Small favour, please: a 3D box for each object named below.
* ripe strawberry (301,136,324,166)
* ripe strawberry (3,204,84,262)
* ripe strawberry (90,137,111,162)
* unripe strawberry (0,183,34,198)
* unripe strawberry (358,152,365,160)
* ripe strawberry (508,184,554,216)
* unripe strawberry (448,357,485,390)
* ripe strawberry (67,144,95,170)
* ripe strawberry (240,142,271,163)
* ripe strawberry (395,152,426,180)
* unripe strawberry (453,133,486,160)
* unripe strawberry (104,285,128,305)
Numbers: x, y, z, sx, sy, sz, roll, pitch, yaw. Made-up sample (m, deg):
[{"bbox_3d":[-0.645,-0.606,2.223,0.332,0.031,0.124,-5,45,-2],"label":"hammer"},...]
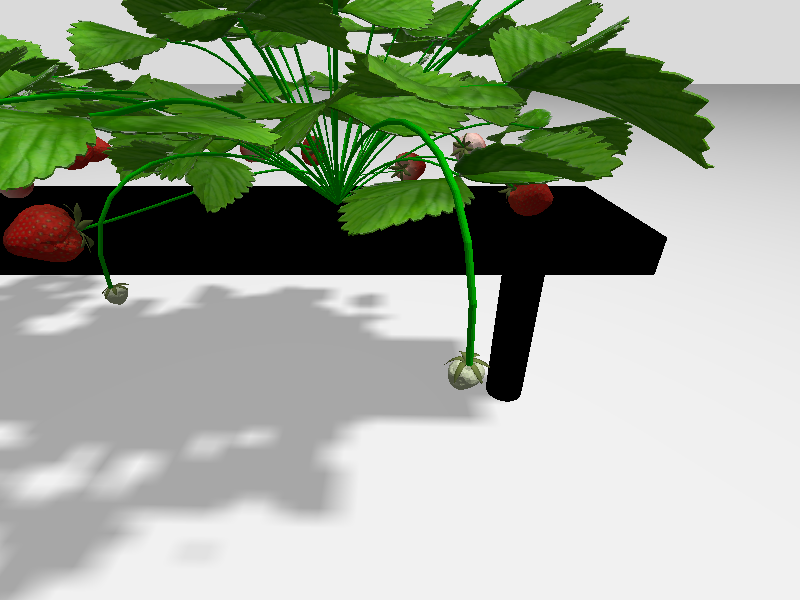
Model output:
[{"bbox_3d":[-0.106,-0.182,0.489,0.031,0.035,0.033,-9,30,-15],"label":"ripe strawberry"},{"bbox_3d":[-0.213,-0.038,0.239,0.035,0.035,0.039,-22,37,-32],"label":"ripe strawberry"},{"bbox_3d":[-0.385,-0.191,0.506,0.037,0.033,0.034,18,24,28],"label":"ripe strawberry"},{"bbox_3d":[-0.350,-0.106,0.364,0.026,0.027,0.024,-1,30,-7],"label":"unripe strawberry"},{"bbox_3d":[-0.049,-0.187,0.523,0.011,0.012,0.012,1,30,2],"label":"unripe strawberry"},{"bbox_3d":[0.108,-0.085,0.327,0.034,0.034,0.032,21,31,-2],"label":"ripe strawberry"},{"bbox_3d":[0.023,0.026,0.142,0.013,0.012,0.012,-9,31,-16],"label":"unripe strawberry"},{"bbox_3d":[-0.382,-0.175,0.469,0.038,0.043,0.041,23,37,34],"label":"ripe strawberry"},{"bbox_3d":[-0.183,-0.193,0.506,0.040,0.034,0.040,-19,34,-29],"label":"ripe strawberry"},{"bbox_3d":[0.012,-0.140,0.421,0.033,0.030,0.030,21,36,32],"label":"ripe strawberry"},{"bbox_3d":[0.089,-0.189,0.499,0.041,0.036,0.041,22,28,33],"label":"unripe strawberry"},{"bbox_3d":[-0.143,-0.002,0.202,0.009,0.010,0.010,14,33,23],"label":"unripe strawberry"}]
